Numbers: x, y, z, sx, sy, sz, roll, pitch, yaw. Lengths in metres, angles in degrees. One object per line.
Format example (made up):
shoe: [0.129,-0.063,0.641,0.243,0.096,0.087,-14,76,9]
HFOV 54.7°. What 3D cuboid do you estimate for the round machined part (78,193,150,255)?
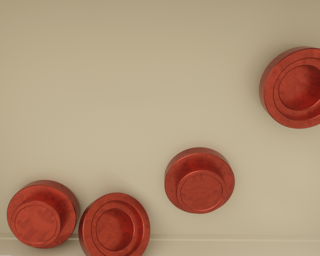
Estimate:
round machined part: [-0.067,0.143,0.435,0.098,0.098,0.042,37,143,-13]

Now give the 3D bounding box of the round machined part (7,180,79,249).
round machined part: [-0.168,0.127,0.439,0.099,0.042,0.097,0,100,-1]

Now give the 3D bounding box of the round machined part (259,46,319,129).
round machined part: [0.172,-0.051,0.385,0.099,0.042,0.097,0,110,0]

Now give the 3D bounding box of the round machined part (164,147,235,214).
round machined part: [0.055,0.080,0.432,0.099,0.042,0.097,0,110,0]
